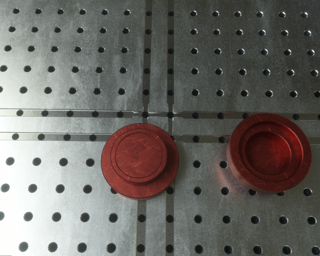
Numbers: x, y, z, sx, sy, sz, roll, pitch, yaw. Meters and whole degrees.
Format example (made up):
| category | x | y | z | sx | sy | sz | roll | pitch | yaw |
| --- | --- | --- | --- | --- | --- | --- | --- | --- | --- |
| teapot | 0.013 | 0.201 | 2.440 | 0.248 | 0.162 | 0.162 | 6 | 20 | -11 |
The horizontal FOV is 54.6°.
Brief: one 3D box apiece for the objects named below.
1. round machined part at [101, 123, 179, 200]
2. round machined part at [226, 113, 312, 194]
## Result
| category | x | y | z | sx | sy | sz | roll | pitch | yaw |
| --- | --- | --- | --- | --- | --- | --- | --- | --- | --- |
| round machined part | -0.025 | 0.039 | 0.389 | 0.099 | 0.042 | 0.098 | 0 | 70 | 0 |
| round machined part | 0.133 | 0.034 | 0.391 | 0.099 | 0.042 | 0.098 | 0 | 70 | 0 |
